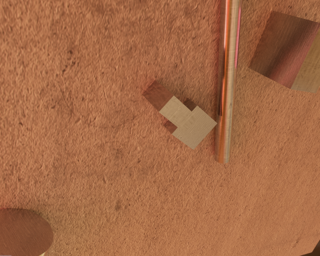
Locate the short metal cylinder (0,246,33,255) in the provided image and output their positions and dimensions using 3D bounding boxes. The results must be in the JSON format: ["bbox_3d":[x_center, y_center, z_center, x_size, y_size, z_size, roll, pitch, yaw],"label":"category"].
[{"bbox_3d":[-0.205,0.202,0.404,0.081,0.050,0.079,-14,124,-21],"label":"short metal cylinder"}]

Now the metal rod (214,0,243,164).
[{"bbox_3d":[0.089,-0.076,0.408,0.025,0.025,0.298,-17,126,-19],"label":"metal rod"}]

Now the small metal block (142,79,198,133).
[{"bbox_3d":[0.012,-0.027,0.381,0.025,0.050,0.050,-48,129,5],"label":"small metal block"}]

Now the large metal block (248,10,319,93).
[{"bbox_3d":[0.175,-0.100,0.405,0.050,0.080,0.079,3,117,-30],"label":"large metal block"}]

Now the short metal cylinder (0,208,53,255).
[{"bbox_3d":[-0.174,0.141,0.363,0.081,0.080,0.050,15,111,-35],"label":"short metal cylinder"}]

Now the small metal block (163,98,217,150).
[{"bbox_3d":[0.042,-0.005,0.427,0.050,0.025,0.050,-49,129,6],"label":"small metal block"}]
